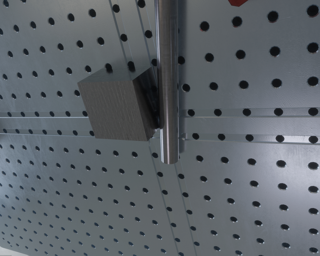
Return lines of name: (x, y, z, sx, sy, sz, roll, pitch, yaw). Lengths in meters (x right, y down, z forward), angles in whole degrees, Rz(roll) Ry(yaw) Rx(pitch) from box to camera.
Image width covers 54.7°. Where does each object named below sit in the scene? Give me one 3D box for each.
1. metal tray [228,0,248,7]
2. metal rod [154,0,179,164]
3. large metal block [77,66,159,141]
metal tray: (0.093, -0.175, 0.250, 0.130, 0.030, 0.090, -29, 103, 37)
metal rod: (0.008, -0.085, 0.353, 0.025, 0.025, 0.298, 11, 123, 22)
large metal block: (-0.048, -0.031, 0.401, 0.080, 0.050, 0.080, 2, 119, 27)
